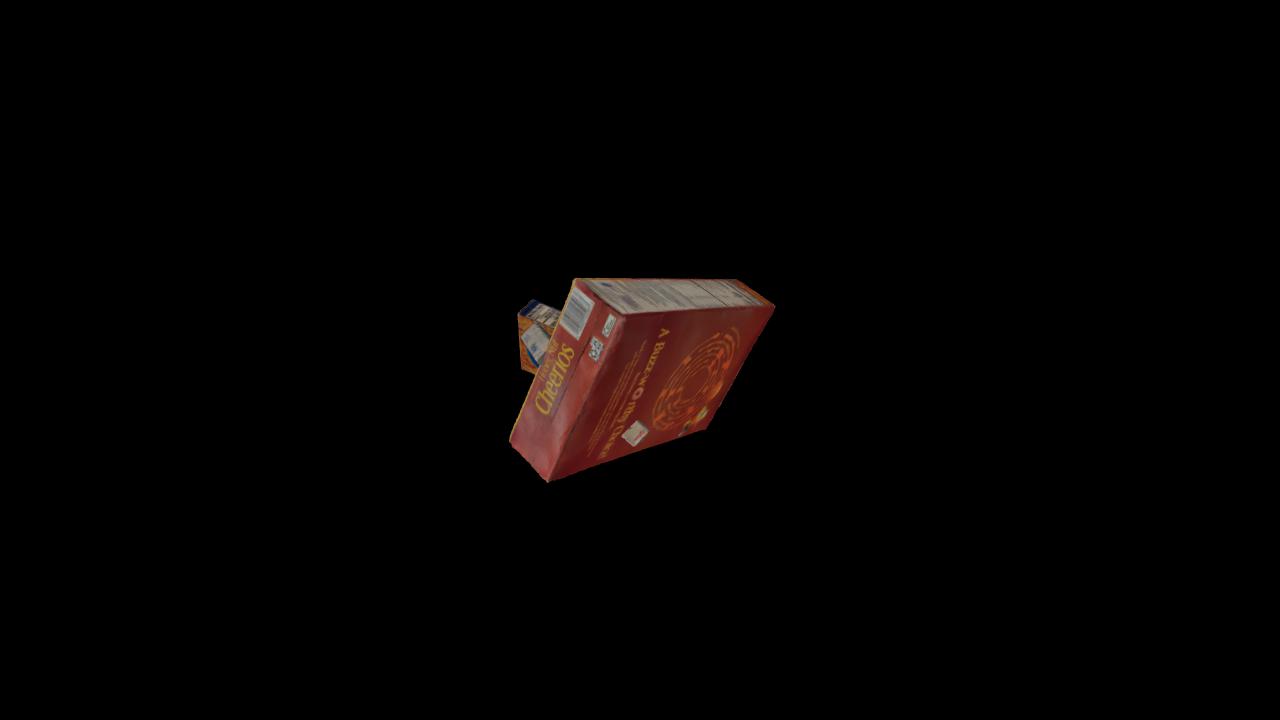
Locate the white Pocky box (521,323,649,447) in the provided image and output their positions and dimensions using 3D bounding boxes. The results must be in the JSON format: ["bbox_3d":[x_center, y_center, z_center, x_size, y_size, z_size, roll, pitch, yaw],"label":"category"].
[{"bbox_3d":[-0.060,0.026,0.665,0.154,0.028,0.084,45,-3,-29],"label":"white Pocky box"}]

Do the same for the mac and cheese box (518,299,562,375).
[{"bbox_3d":[-0.056,0.003,0.719,0.184,0.093,0.041,22,47,17],"label":"mac and cheese box"}]

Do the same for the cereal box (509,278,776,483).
[{"bbox_3d":[0.016,0.009,0.703,0.081,0.203,0.306,40,28,27],"label":"cereal box"}]
